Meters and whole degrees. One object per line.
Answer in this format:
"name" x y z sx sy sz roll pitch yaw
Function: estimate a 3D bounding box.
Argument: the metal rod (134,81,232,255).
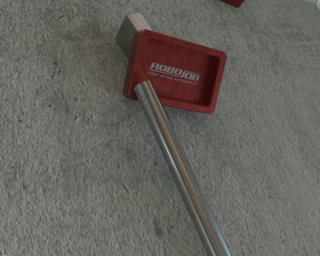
"metal rod" 0.039 0.081 0.357 0.025 0.025 0.299 -16 76 -35

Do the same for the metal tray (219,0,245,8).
"metal tray" 0.137 -0.330 0.679 0.091 0.030 0.130 12 56 -22

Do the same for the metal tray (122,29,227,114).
"metal tray" 0.022 -0.074 0.426 0.131 0.030 0.089 9 97 -24

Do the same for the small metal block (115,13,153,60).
"small metal block" -0.035 -0.129 0.449 0.025 0.050 0.050 -23 75 -37
